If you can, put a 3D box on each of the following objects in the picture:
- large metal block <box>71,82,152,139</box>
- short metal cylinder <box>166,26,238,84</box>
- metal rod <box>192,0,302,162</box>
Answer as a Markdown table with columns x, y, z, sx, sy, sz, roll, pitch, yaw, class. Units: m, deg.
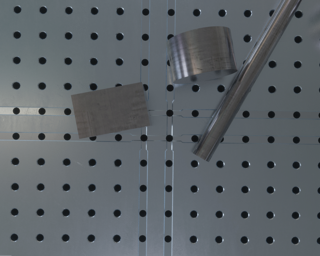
| x | y | z | sx | sy | sz | roll | pitch | yaw | class |
| --- | --- | --- | --- | --- | --- | --- | --- | --- | --- |
| -0.055 | -0.020 | 0.385 | 0.080 | 0.080 | 0.050 | -11 | 90 | 0 | large metal block |
| 0.052 | -0.088 | 0.386 | 0.080 | 0.080 | 0.050 | -10 | 90 | 0 | short metal cylinder |
| 0.129 | -0.090 | 0.414 | 0.025 | 0.025 | 0.299 | 30 | 90 | 0 | metal rod |
